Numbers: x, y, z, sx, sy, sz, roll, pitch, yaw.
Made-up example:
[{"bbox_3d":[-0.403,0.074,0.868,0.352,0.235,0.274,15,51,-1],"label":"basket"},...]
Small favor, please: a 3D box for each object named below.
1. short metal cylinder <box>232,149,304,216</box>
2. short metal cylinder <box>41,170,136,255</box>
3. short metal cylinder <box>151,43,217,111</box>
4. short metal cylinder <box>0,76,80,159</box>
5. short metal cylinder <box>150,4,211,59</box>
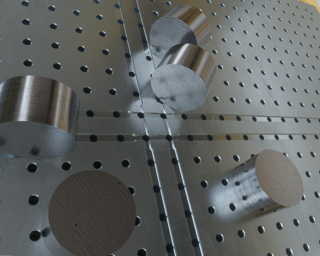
[{"bbox_3d":[0.148,0.076,0.428,0.081,0.050,0.080,14,56,-21],"label":"short metal cylinder"},{"bbox_3d":[-0.070,0.088,0.302,0.081,0.050,0.080,14,56,-21],"label":"short metal cylinder"},{"bbox_3d":[0.034,-0.071,0.436,0.080,0.080,0.050,33,51,-7],"label":"short metal cylinder"},{"bbox_3d":[-0.124,-0.008,0.311,0.081,0.080,0.050,11,57,-23],"label":"short metal cylinder"},{"bbox_3d":[0.032,-0.142,0.479,0.080,0.080,0.050,41,51,-1],"label":"short metal cylinder"}]
